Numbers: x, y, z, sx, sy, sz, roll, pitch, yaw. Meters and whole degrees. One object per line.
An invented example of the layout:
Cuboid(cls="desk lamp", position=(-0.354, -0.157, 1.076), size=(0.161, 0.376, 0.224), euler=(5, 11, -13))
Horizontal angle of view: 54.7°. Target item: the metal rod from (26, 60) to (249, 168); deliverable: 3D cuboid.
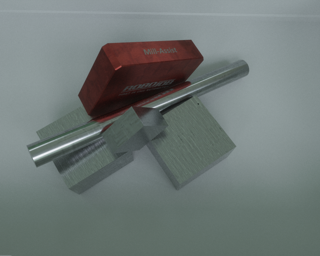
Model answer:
Cuboid(cls="metal rod", position=(-0.006, -0.028, 0.379), size=(0.302, 0.025, 0.025), euler=(-25, 72, -25))

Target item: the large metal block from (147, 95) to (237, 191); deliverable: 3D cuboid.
Cuboid(cls="large metal block", position=(0.034, 0.019, 0.388), size=(0.080, 0.050, 0.080), euler=(-32, 73, -11))

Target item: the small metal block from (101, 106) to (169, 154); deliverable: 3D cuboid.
Cuboid(cls="small metal block", position=(-0.027, 0.002, 0.342), size=(0.050, 0.050, 0.025), euler=(-40, 71, 25))

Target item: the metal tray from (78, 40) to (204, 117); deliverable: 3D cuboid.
Cuboid(cls="metal tray", position=(-0.021, -0.060, 0.367), size=(0.131, 0.090, 0.030), euler=(-16, 69, -40))

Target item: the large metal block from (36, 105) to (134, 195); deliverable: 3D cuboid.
Cuboid(cls="large metal block", position=(-0.090, 0.023, 0.383), size=(0.080, 0.050, 0.080), euler=(-32, 73, -11))
